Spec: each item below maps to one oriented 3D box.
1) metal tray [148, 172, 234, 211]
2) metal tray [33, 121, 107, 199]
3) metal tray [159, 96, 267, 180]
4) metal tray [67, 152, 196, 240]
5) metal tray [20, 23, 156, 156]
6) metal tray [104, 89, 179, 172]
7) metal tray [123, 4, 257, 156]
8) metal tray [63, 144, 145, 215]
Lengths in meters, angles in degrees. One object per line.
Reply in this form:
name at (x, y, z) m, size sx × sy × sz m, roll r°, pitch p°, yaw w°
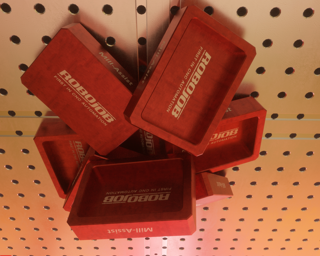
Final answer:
metal tray at (0.046, 0.096, 0.446) m, size 0.090 × 0.030 × 0.130 m, roll -23°, pitch 160°, yaw 19°
metal tray at (-0.115, 0.049, 0.449) m, size 0.090 × 0.030 × 0.129 m, roll -4°, pitch 129°, yaw 2°
metal tray at (0.066, 0.017, 0.399) m, size 0.131 × 0.030 × 0.090 m, roll -15°, pitch 131°, yaw -10°
metal tray at (-0.027, 0.074, 0.347) m, size 0.130 × 0.090 × 0.030 m, roll -6°, pitch 130°, yaw 11°
metal tray at (-0.079, -0.039, 0.352) m, size 0.090 × 0.030 × 0.130 m, roll -38°, pitch 106°, yaw 27°
metal tray at (-0.019, 0.009, 0.415) m, size 0.090 × 0.030 × 0.129 m, roll -5°, pitch 128°, yaw 1°
metal tray at (0.031, -0.047, 0.325) m, size 0.090 × 0.030 × 0.130 m, roll 27°, pitch 92°, yaw -21°
metal tray at (-0.073, 0.081, 0.436) m, size 0.090 × 0.030 × 0.129 m, roll 21°, pitch 127°, yaw -17°
